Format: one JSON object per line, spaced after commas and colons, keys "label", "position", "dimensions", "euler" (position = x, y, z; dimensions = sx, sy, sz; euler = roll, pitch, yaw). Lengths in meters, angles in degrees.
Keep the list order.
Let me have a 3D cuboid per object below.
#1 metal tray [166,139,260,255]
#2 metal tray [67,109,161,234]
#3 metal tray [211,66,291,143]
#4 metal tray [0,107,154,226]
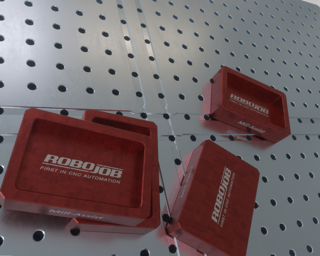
{"label": "metal tray", "position": [0.072, 0.089, 0.389], "dimensions": [0.090, 0.030, 0.130], "euler": [31, 52, -8]}
{"label": "metal tray", "position": [-0.048, 0.048, 0.349], "dimensions": [0.091, 0.030, 0.130], "euler": [11, 57, -22]}
{"label": "metal tray", "position": [0.148, -0.038, 0.506], "dimensions": [0.131, 0.030, 0.090], "euler": [20, 54, -16]}
{"label": "metal tray", "position": [-0.073, 0.039, 0.301], "dimensions": [0.131, 0.030, 0.090], "euler": [15, 56, -20]}
